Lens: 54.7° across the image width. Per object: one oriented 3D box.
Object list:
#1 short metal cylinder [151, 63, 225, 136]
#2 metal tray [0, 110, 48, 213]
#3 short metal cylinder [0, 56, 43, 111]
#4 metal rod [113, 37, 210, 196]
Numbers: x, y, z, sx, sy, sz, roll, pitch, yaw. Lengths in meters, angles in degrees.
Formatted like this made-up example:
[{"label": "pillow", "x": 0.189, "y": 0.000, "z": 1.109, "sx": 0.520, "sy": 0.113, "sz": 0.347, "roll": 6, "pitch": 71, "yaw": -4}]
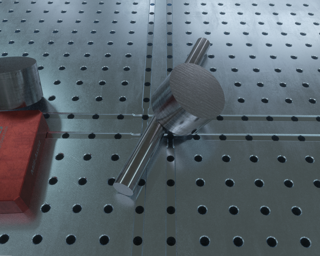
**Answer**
[{"label": "short metal cylinder", "x": 0.036, "y": -0.037, "z": 0.401, "sx": 0.081, "sy": 0.050, "sz": 0.080, "roll": 13, "pitch": 59, "yaw": -23}, {"label": "metal tray", "x": -0.195, "y": 0.036, "z": 0.372, "sx": 0.091, "sy": 0.030, "sz": 0.130, "roll": -2, "pitch": 50, "yaw": -2}, {"label": "short metal cylinder", "x": -0.208, "y": -0.063, "z": 0.426, "sx": 0.080, "sy": 0.050, "sz": 0.080, "roll": -1, "pitch": 28, "yaw": 1}, {"label": "metal rod", "x": 0.016, "y": -0.037, "z": 0.438, "sx": 0.025, "sy": 0.025, "sz": 0.301, "roll": 18, "pitch": 52, "yaw": 14}]
